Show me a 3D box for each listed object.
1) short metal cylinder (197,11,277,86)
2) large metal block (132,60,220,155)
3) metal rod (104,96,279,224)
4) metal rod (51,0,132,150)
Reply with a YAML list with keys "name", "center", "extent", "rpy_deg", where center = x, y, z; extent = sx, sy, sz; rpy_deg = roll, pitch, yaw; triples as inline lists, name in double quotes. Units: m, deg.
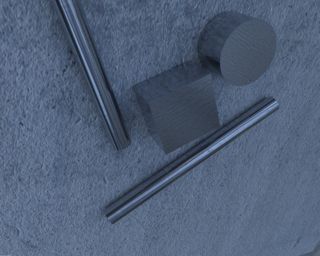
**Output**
- name: "short metal cylinder"
  center: [0.094, -0.098, 0.381]
  extent: [0.081, 0.050, 0.079]
  rpy_deg: [-14, 124, -21]
- name: "large metal block"
  center: [0.022, -0.026, 0.386]
  extent: [0.080, 0.050, 0.080]
  rpy_deg: [-27, 128, -12]
- name: "metal rod"
  center: [0.051, 0.045, 0.461]
  extent: [0.301, 0.025, 0.025]
  rpy_deg: [-34, 129, -6]
- name: "metal rod"
  center: [-0.081, -0.096, 0.303]
  extent: [0.025, 0.025, 0.298]
  rpy_deg: [-26, 128, -13]
